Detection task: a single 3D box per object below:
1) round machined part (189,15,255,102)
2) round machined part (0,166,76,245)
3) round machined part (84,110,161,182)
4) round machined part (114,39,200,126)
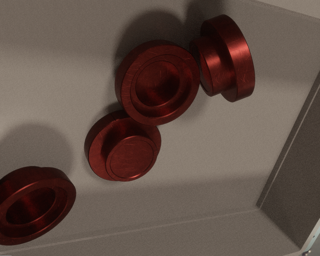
[{"bbox_3d":[0.065,-0.074,0.355,0.042,0.098,0.098,-21,128,-3],"label":"round machined part"},{"bbox_3d":[-0.151,0.083,0.355,0.099,0.042,0.097,-31,144,-26],"label":"round machined part"},{"bbox_3d":[-0.042,0.029,0.394,0.099,0.042,0.097,-14,125,-21],"label":"round machined part"},{"bbox_3d":[-0.006,-0.055,0.362,0.099,0.042,0.097,-14,125,-21],"label":"round machined part"}]
